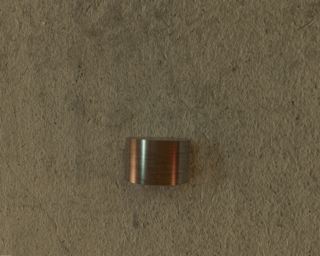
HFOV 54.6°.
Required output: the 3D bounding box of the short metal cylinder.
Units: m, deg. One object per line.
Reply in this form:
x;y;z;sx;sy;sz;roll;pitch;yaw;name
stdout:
-0.003;0.038;0.381;0.080;0.080;0.050;2;91;20;short metal cylinder
